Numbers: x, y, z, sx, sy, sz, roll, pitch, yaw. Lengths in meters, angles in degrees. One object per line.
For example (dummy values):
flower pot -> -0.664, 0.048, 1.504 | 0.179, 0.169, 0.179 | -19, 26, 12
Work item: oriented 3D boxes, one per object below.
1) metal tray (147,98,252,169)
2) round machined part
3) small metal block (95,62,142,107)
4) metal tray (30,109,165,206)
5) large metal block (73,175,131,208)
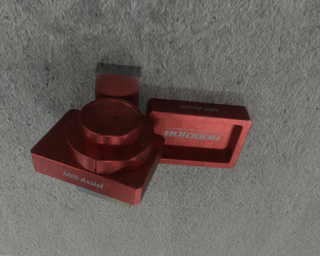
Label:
metal tray -> 0.045, 0.010, 0.414 | 0.131, 0.030, 0.089 | 5, 130, -5
round machined part -> -0.055, 0.002, 0.347 | 0.099, 0.098, 0.042 | 5, 130, -5
small metal block -> -0.050, -0.048, 0.368 | 0.050, 0.025, 0.050 | 5, 130, -5
metal tray -> -0.069, 0.029, 0.368 | 0.131, 0.090, 0.030 | 17, 131, 9
large metal block -> -0.070, 0.057, 0.415 | 0.080, 0.050, 0.080 | 16, 144, 9
